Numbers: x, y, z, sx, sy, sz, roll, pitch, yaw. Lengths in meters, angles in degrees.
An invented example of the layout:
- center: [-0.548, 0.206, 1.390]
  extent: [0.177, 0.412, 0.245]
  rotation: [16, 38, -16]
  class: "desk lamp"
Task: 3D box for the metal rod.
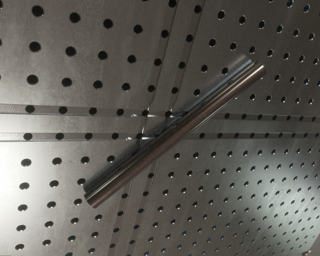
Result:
- center: [0.023, 0.007, 0.429]
  extent: [0.301, 0.025, 0.025]
  rotation: [-38, 130, -3]
  class: "metal rod"
